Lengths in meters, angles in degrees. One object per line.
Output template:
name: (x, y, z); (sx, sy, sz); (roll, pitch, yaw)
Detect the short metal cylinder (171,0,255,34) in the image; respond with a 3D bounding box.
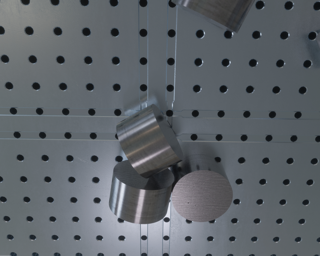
short metal cylinder: (0.059, -0.142, 0.332); (0.080, 0.080, 0.050); (23, 108, -9)

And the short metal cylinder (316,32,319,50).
short metal cylinder: (0.228, -0.096, 0.351); (0.080, 0.080, 0.050); (-28, 108, 10)

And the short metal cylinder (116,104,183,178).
short metal cylinder: (-0.011, 0.016, 0.390); (0.050, 0.080, 0.080); (-29, 108, 10)

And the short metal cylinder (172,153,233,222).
short metal cylinder: (0.056, 0.082, 0.431); (0.081, 0.050, 0.079); (0, 110, 0)

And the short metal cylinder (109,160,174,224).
short metal cylinder: (-0.025, 0.082, 0.414); (0.081, 0.080, 0.050); (9, 110, -4)
